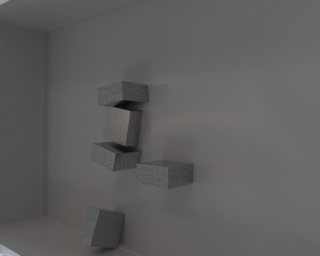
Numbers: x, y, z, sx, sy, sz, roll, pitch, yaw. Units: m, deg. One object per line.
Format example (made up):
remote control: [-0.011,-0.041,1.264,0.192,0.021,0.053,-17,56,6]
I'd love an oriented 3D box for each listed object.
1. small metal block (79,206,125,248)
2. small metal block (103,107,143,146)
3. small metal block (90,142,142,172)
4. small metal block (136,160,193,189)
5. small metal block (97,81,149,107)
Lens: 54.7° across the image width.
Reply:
small metal block: [-0.083,0.145,0.451,0.025,0.050,0.050,0,71,40]
small metal block: [-0.055,-0.004,0.453,0.050,0.025,0.050,14,99,39]
small metal block: [-0.063,0.039,0.443,0.050,0.050,0.025,19,102,38]
small metal block: [0.006,0.056,0.386,0.050,0.050,0.025,2,91,40]
small metal block: [-0.052,-0.046,0.433,0.050,0.050,0.025,-9,85,39]
